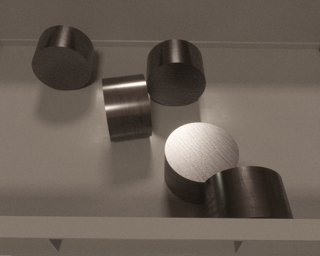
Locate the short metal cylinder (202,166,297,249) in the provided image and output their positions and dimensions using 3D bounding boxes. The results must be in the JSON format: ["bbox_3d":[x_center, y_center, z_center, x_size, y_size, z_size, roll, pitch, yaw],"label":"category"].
[{"bbox_3d":[0.084,0.080,0.303,0.081,0.080,0.050,0,51,-1],"label":"short metal cylinder"}]

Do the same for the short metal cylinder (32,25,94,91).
[{"bbox_3d":[-0.140,-0.101,0.452,0.081,0.080,0.050,-2,50,-3],"label":"short metal cylinder"}]

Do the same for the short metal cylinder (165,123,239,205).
[{"bbox_3d":[0.045,0.040,0.356,0.081,0.050,0.080,0,50,0],"label":"short metal cylinder"}]

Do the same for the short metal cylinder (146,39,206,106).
[{"bbox_3d":[0.021,-0.076,0.433,0.081,0.080,0.050,0,50,-1],"label":"short metal cylinder"}]

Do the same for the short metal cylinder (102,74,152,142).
[{"bbox_3d":[-0.042,-0.025,0.390,0.050,0.080,0.080,-8,51,-7],"label":"short metal cylinder"}]
